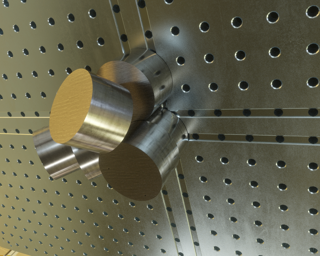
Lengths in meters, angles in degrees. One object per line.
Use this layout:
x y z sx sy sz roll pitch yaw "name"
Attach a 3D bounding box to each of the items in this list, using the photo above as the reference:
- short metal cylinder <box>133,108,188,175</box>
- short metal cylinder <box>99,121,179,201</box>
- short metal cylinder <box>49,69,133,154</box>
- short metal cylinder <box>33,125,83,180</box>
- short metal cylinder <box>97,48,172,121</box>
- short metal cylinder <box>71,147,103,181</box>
-0.009 0.019 0.411 0.080 0.050 0.079 13 124 21 "short metal cylinder"
-0.024 0.038 0.364 0.080 0.050 0.079 13 124 21 "short metal cylinder"
-0.074 -0.017 0.331 0.080 0.080 0.050 -26 147 37 "short metal cylinder"
-0.147 0.030 0.463 0.050 0.080 0.080 -24 111 -8 "short metal cylinder"
-0.032 -0.052 0.379 0.080 0.050 0.079 13 124 21 "short metal cylinder"
-0.088 0.026 0.429 0.050 0.080 0.080 -24 111 -7 "short metal cylinder"
